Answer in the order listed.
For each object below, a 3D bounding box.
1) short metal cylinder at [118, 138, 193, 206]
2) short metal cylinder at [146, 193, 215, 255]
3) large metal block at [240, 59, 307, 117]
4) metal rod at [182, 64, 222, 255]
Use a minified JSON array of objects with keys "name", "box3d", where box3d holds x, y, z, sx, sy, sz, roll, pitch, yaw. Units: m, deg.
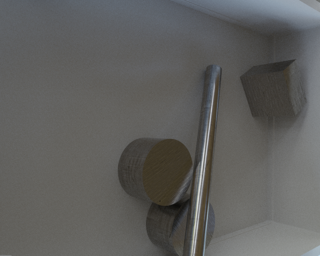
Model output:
[{"name":"short metal cylinder","box3d":[-0.005,0.052,0.388,0.081,0.050,0.079,0,90,-40]},{"name":"short metal cylinder","box3d":[0.029,0.128,0.417,0.081,0.050,0.079,0,90,-40]},{"name":"large metal block","box3d":[0.198,-0.067,0.540,0.050,0.080,0.080,-37,113,-34]},{"name":"metal rod","box3d":[0.059,0.040,0.410,0.025,0.025,0.300,33,55,-36]}]
